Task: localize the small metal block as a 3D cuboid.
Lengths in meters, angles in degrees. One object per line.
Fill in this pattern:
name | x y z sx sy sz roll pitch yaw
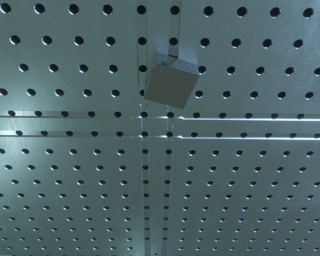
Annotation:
small metal block | 0.013 -0.055 0.365 0.050 0.025 0.050 15 129 -12
